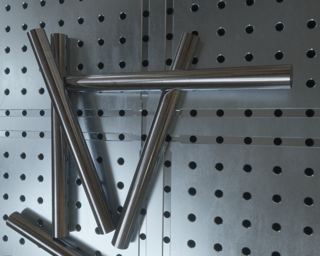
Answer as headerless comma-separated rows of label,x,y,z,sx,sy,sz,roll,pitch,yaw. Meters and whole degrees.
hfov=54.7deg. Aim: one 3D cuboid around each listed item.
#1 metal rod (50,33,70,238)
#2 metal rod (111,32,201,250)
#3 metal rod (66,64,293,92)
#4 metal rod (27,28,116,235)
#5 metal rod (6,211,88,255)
metal rod,-0.150,0.011,0.463,0.025,0.025,0.298,-1,90,19
metal rod,-0.008,0.022,0.414,0.025,0.025,0.298,21,97,18
metal rod,0.001,-0.059,0.385,0.300,0.025,0.025,3,91,29
metal rod,-0.124,0.005,0.437,0.025,0.025,0.299,-20,90,18
metal rod,-0.103,0.202,0.447,0.301,0.025,0.025,24,98,18
